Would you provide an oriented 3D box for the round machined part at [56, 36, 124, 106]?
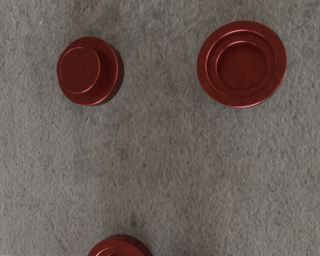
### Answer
[{"bbox_3d":[-0.104,-0.080,0.435,0.098,0.042,0.097,0,90,19],"label":"round machined part"}]

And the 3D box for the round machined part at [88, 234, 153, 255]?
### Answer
[{"bbox_3d":[-0.048,0.191,0.416,0.098,0.042,0.097,0,90,19],"label":"round machined part"}]

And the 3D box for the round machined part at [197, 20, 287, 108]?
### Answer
[{"bbox_3d":[0.096,-0.072,0.366,0.098,0.042,0.097,0,90,19],"label":"round machined part"}]
